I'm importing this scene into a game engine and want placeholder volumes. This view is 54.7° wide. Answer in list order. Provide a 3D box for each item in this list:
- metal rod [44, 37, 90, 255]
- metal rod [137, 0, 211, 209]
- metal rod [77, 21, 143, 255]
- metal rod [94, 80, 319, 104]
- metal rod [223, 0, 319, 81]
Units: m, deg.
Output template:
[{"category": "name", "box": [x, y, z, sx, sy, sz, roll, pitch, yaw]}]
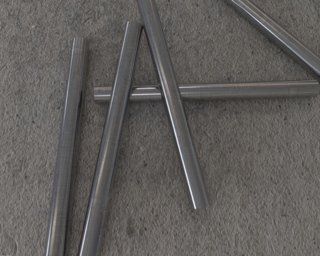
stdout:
[{"category": "metal rod", "box": [-0.118, 0.015, 0.401, 0.025, 0.025, 0.299, 1, 70, 0]}, {"category": "metal rod", "box": [0.013, -0.048, 0.399, 0.025, 0.025, 0.299, -14, 81, -5]}, {"category": "metal rod", "box": [-0.059, 0.006, 0.385, 0.025, 0.025, 0.299, 9, 77, 3]}, {"category": "metal rod", "box": [0.063, -0.050, 0.426, 0.302, 0.025, 0.025, -2, 70, -1]}, {"category": "metal rod", "box": [0.167, -0.148, 0.462, 0.025, 0.025, 0.300, -40, 75, -13]}]
